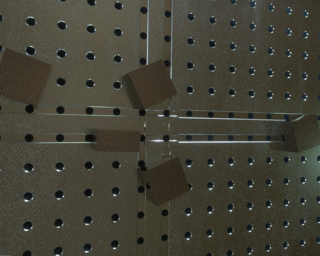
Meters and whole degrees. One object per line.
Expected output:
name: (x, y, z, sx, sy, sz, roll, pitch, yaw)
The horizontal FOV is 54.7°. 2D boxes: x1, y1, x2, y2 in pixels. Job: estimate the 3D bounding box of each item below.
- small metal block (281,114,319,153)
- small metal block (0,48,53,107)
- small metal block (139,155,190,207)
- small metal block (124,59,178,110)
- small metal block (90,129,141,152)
small metal block: (0.228, 0.008, 0.499, 0.050, 0.025, 0.050, -15, 95, -20)
small metal block: (-0.157, -0.056, 0.355, 0.050, 0.025, 0.050, 20, 83, -19)
small metal block: (0.006, 0.070, 0.416, 0.050, 0.025, 0.050, -22, 98, -19)
small metal block: (-0.012, -0.057, 0.409, 0.050, 0.025, 0.050, -27, 99, -18)
small metal block: (-0.056, 0.015, 0.380, 0.050, 0.050, 0.025, 3, 89, -20)
